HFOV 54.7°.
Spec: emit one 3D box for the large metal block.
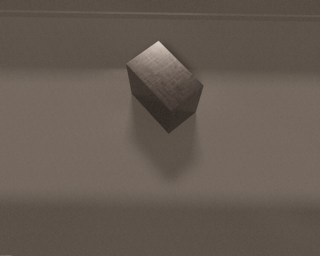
[{"bbox_3d":[0.005,-0.049,0.398,0.050,0.080,0.080,-39,75,-13],"label":"large metal block"}]
